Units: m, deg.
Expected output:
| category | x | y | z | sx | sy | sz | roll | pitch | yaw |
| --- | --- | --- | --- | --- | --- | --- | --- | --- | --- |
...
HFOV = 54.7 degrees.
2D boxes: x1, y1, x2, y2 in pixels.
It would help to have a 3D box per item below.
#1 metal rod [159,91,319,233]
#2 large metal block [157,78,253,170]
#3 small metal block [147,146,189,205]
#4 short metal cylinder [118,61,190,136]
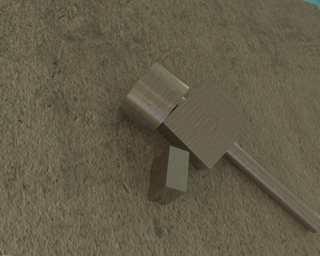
| category | x | y | z | sx | sy | sz | roll | pitch | yaw |
| --- | --- | --- | --- | --- | --- | --- | --- | --- | --- |
| metal rod | 0.112 | 0.041 | 0.441 | 0.300 | 0.025 | 0.025 | 41 | 51 | 0 |
| large metal block | 0.055 | -0.002 | 0.400 | 0.080 | 0.050 | 0.080 | 45 | 77 | 1 |
| small metal block | 0.009 | 0.056 | 0.360 | 0.025 | 0.050 | 0.050 | 20 | 54 | -17 |
| short metal cylinder | -0.007 | -0.037 | 0.388 | 0.050 | 0.080 | 0.080 | 39 | 51 | -3 |
